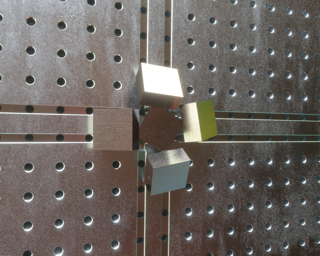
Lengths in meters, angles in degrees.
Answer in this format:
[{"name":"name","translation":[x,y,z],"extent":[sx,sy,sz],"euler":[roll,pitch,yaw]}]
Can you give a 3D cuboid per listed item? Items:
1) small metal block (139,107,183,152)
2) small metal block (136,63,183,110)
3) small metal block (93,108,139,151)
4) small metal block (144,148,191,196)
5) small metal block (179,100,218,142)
[{"name":"small metal block","translation":[-0.004,0.001,0.412],"extent":[0.050,0.025,0.050],"euler":[33,79,-18]},{"name":"small metal block","translation":[-0.002,-0.054,0.400],"extent":[0.050,0.025,0.050],"euler":[7,52,-20]},{"name":"small metal block","translation":[-0.054,0.002,0.381],"extent":[0.050,0.025,0.050],"euler":[0,90,14]},{"name":"small metal block","translation":[0.009,0.057,0.404],"extent":[0.050,0.025,0.050],"euler":[-10,129,-20]},{"name":"small metal block","translation":[0.053,-0.010,0.421],"extent":[0.050,0.025,0.050],"euler":[-14,96,-55]}]
